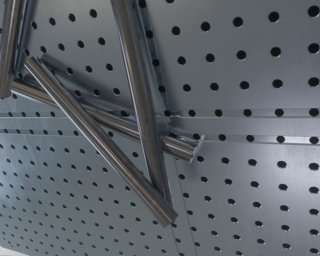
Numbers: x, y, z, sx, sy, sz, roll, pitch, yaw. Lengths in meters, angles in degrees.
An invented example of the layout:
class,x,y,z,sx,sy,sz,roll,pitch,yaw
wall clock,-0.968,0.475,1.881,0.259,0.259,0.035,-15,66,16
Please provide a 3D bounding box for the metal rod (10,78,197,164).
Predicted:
class,x,y,z,sx,sy,sz,roll,pitch,yaw
metal rod,-0.091,-0.016,0.450,0.301,0.025,0.025,21,126,15

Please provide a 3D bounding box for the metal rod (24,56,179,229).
class,x,y,z,sx,sy,sz,roll,pitch,yaw
metal rod,-0.086,0.011,0.420,0.300,0.025,0.025,47,130,13

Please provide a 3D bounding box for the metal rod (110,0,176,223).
class,x,y,z,sx,sy,sz,roll,pitch,yaw
metal rod,-0.017,-0.011,0.387,0.025,0.025,0.298,-1,110,29

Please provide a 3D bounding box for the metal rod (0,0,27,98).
class,x,y,z,sx,sy,sz,roll,pitch,yaw
metal rod,-0.197,-0.155,0.420,0.025,0.025,0.298,36,129,4
